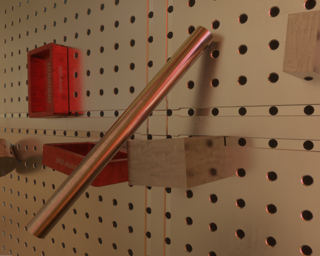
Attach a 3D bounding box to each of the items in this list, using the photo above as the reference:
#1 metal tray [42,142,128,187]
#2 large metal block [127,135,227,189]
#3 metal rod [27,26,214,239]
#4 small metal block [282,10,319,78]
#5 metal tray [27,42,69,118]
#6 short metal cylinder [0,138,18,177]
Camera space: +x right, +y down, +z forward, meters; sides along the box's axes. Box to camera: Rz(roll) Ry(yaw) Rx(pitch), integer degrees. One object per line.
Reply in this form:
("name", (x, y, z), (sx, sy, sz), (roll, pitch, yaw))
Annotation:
("metal tray", (-0.095, 0.047, 0.445), (0.130, 0.091, 0.030), (11, 97, 39))
("large metal block", (0.020, 0.037, 0.357), (0.080, 0.081, 0.050), (-6, 87, 40))
("metal rod", (-0.043, 0.002, 0.358), (0.025, 0.025, 0.300), (38, 86, 33))
("small metal block", (0.135, -0.073, 0.281), (0.025, 0.050, 0.050), (8, 95, 40))
("metal tray", (-0.211, -0.085, 0.580), (0.090, 0.030, 0.129), (-3, 88, 40))
("short metal cylinder", (-0.358, 0.067, 0.670), (0.080, 0.081, 0.050), (-49, 61, 29))
